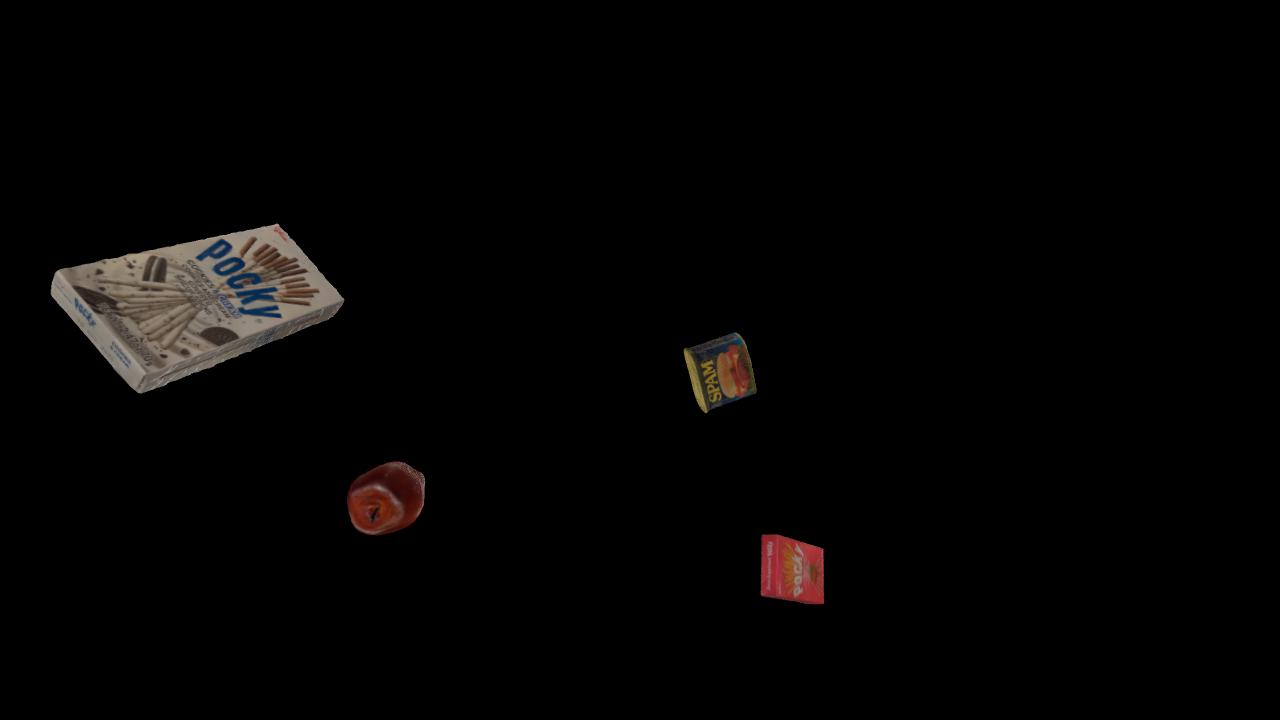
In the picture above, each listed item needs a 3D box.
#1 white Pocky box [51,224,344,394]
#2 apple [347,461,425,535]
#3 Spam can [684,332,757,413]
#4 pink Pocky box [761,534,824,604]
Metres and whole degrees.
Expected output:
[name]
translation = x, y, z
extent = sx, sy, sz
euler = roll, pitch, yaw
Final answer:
[white Pocky box]
translation = -0.300, -0.044, 0.436
extent = 0.028, 0.084, 0.154
euler = -38, 4, 32
[apple]
translation = -0.276, 0.152, 0.675
extent = 0.079, 0.079, 0.093
euler = 0, 11, 1
[Spam can]
translation = 0.121, 0.018, 0.926
extent = 0.085, 0.101, 0.058
euler = -19, 24, -6
[pink Pocky box]
translation = 0.226, 0.309, 0.902
extent = 0.029, 0.084, 0.155
euler = -13, -29, 38
